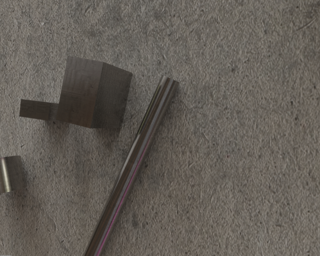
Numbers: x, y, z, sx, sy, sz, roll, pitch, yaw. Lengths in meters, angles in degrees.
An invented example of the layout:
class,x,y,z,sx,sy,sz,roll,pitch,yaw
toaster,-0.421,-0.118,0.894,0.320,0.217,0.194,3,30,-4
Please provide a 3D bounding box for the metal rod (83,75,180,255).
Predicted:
class,x,y,z,sx,sy,sz,roll,pitch,yaw
metal rod,-0.046,0.070,0.425,0.025,0.025,0.298,27,99,18

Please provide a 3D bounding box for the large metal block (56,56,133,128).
class,x,y,z,sx,sy,sz,roll,pitch,yaw
large metal block,-0.084,-0.044,0.409,0.050,0.080,0.080,13,95,19

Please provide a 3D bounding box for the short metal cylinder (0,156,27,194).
class,x,y,z,sx,sy,sz,roll,pitch,yaw
short metal cylinder,-0.249,0.075,0.468,0.080,0.080,0.050,-14,85,19

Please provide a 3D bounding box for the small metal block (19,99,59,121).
class,x,y,z,sx,sy,sz,roll,pitch,yaw
small metal block,-0.166,-0.026,0.454,0.050,0.050,0.025,8,93,20
